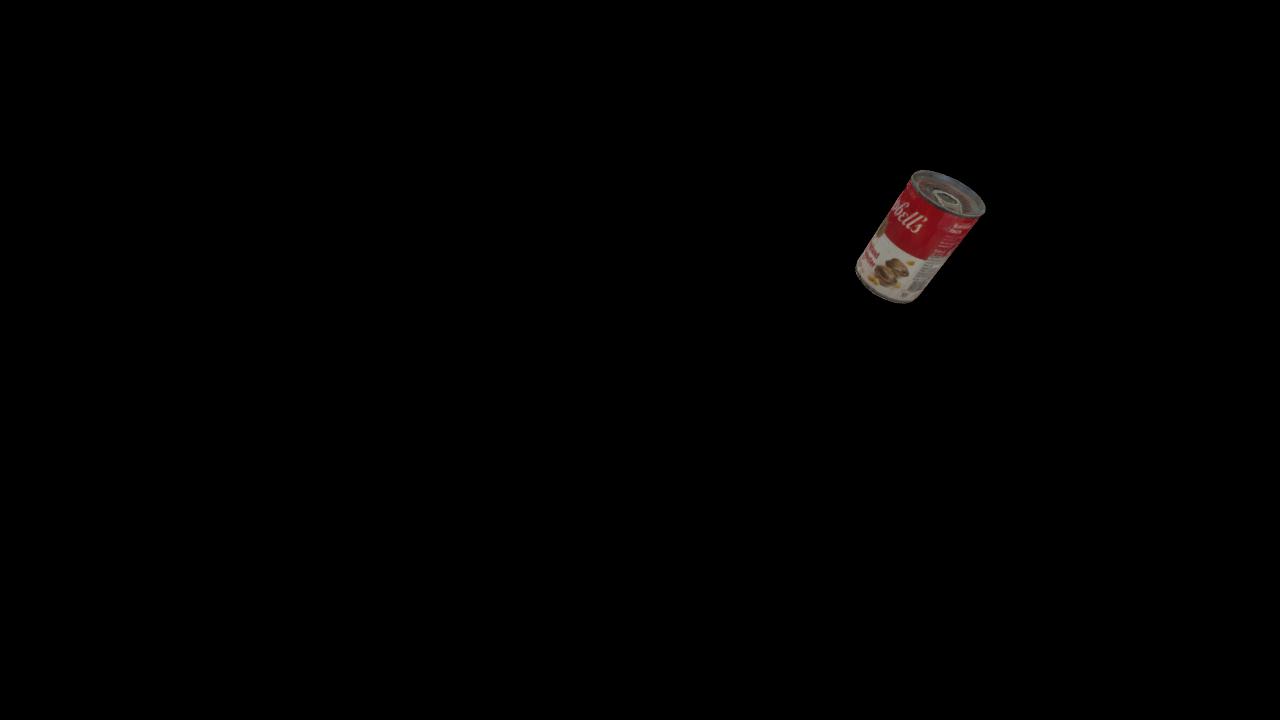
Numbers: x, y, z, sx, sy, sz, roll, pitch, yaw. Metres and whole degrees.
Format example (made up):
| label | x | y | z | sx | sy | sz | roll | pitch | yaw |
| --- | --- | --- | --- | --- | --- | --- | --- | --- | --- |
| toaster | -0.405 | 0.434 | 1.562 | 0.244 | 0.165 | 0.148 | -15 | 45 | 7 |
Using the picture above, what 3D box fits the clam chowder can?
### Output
| label | x | y | z | sx | sy | sz | roll | pitch | yaw |
| --- | --- | --- | --- | --- | --- | --- | --- | --- | --- |
| clam chowder can | 0.251 | -0.110 | 0.560 | 0.068 | 0.068 | 0.102 | 0 | -42 | -19 |
